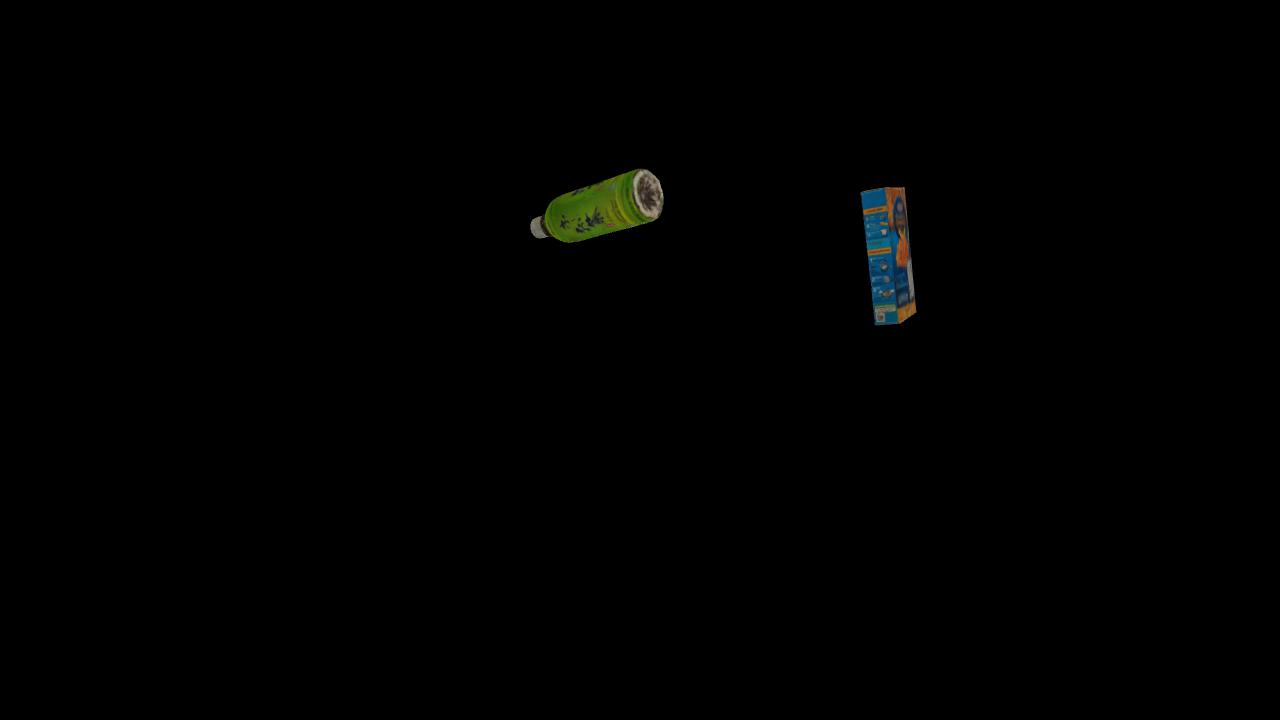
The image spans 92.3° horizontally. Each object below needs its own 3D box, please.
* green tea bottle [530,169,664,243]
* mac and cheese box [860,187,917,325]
[{"bbox_3d":[-0.069,-0.203,0.849,0.212,0.073,0.073,-8,-5,39],"label":"green tea bottle"},{"bbox_3d":[0.352,-0.148,0.867,0.041,0.184,0.093,-2,12,40],"label":"mac and cheese box"}]
